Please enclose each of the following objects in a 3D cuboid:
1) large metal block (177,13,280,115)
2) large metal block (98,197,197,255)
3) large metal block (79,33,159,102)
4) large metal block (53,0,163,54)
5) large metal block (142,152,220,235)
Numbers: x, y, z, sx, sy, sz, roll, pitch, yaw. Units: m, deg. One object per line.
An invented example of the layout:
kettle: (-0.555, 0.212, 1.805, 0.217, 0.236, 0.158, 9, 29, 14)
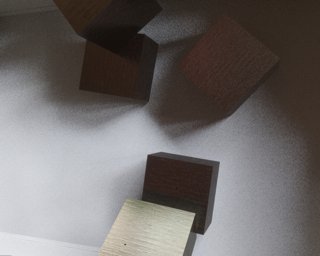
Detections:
large metal block: (0.082, -0.073, 0.368, 0.080, 0.050, 0.080, 46, 104, 14)
large metal block: (-0.011, 0.130, 0.331, 0.080, 0.080, 0.050, 9, 133, 18)
large metal block: (-0.054, -0.083, 0.415, 0.080, 0.050, 0.079, 11, 94, 19)
large metal block: (-0.054, -0.138, 0.347, 0.080, 0.080, 0.050, -39, 78, 15)
large metal block: (0.026, 0.077, 0.388, 0.080, 0.050, 0.079, 8, 92, 19)
